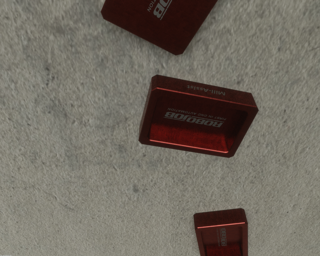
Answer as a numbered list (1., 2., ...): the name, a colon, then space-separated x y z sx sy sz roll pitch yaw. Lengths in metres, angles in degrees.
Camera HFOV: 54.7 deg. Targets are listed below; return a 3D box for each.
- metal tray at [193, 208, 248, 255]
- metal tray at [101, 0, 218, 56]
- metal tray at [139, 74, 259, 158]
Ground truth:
1. metal tray: 0.116 0.204 0.579 0.090 0.030 0.129 -8 130 6
2. metal tray: 0.013 -0.142 0.283 0.091 0.030 0.129 23 126 -19
3. metal tray: 0.045 -0.011 0.394 0.131 0.030 0.089 10 130 -9
